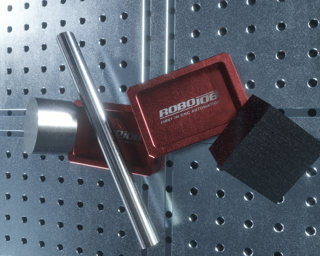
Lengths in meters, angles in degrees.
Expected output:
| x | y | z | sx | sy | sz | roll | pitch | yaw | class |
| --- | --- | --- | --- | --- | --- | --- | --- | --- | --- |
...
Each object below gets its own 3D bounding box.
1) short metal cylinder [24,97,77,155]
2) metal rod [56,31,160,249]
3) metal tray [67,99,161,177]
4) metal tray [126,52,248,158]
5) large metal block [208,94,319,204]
| x | y | z | sx | sy | sz | roll | pitch | yaw | class |
| --- | --- | --- | --- | --- | --- | --- | --- | --- | --- |
| -0.155 | -0.001 | 0.435 | 0.080 | 0.050 | 0.080 | -8 | 80 | 54 | short metal cylinder |
| -0.071 | 0.009 | 0.406 | 0.025 | 0.025 | 0.299 | -27 | 81 | 18 | metal rod |
| -0.062 | 0.011 | 0.431 | 0.130 | 0.030 | 0.089 | 7 | 92 | 19 | metal tray |
| 0.036 | -0.026 | 0.377 | 0.131 | 0.030 | 0.090 | -20 | 83 | 2 | metal tray |
| 0.115 | 0.022 | 0.340 | 0.080 | 0.050 | 0.080 | 33 | 103 | -15 | large metal block |
